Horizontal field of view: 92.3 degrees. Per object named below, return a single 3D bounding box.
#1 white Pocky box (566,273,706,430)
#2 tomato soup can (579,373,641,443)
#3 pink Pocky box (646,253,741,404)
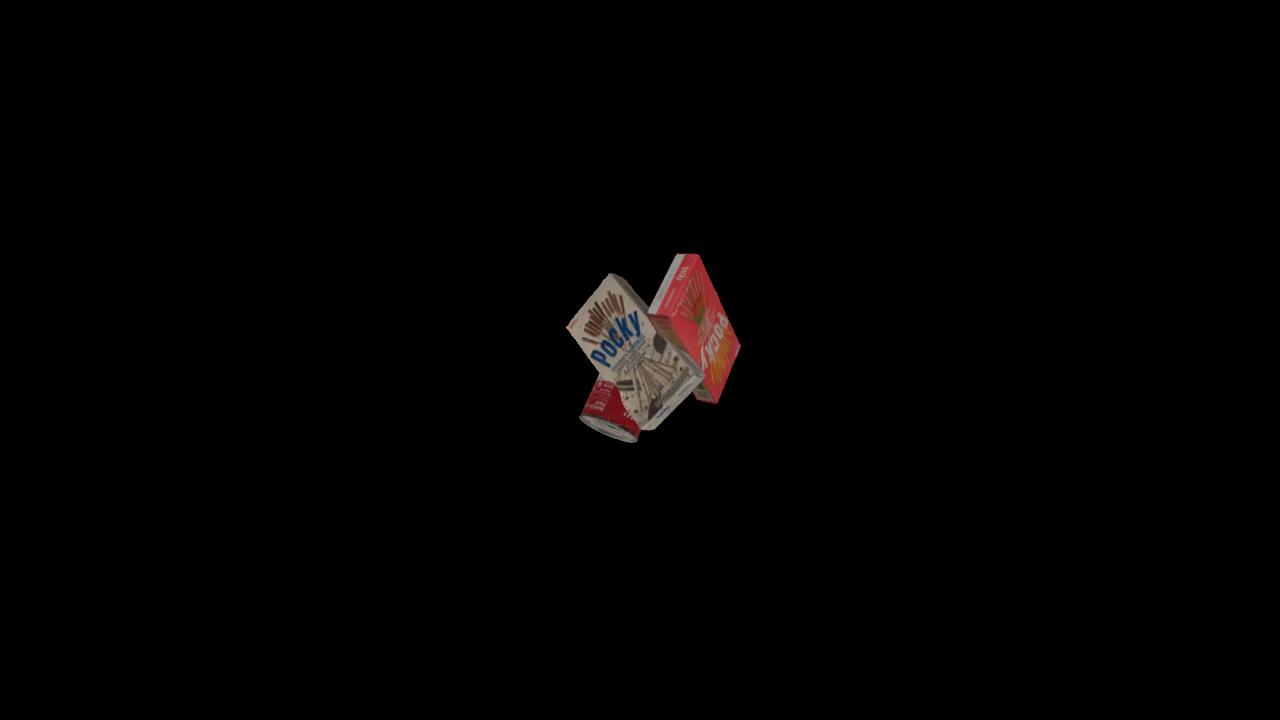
[{"bbox_3d":[-0.008,-0.010,0.641,0.084,0.154,0.028,-48,-27,19],"label":"white Pocky box"},{"bbox_3d":[-0.015,0.030,0.666,0.068,0.101,0.068,20,-19,7],"label":"tomato soup can"},{"bbox_3d":[0.062,-0.030,0.652,0.029,0.084,0.155,7,-33,33],"label":"pink Pocky box"}]
